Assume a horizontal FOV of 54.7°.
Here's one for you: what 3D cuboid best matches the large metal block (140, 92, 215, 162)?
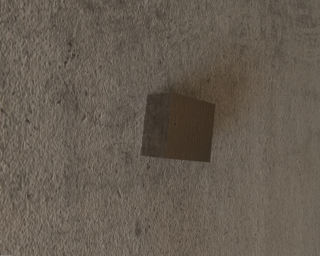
[{"bbox_3d":[0.025,0.002,0.413,0.081,0.050,0.080,10,84,-40],"label":"large metal block"}]
